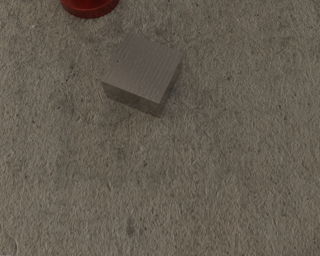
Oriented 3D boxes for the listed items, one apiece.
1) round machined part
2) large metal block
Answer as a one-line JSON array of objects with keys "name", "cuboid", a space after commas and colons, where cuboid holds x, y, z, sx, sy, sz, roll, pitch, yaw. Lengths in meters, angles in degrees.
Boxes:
[{"name": "round machined part", "cuboid": [-0.112, -0.223, 0.480, 0.099, 0.042, 0.098, 0, 70, 0]}, {"name": "large metal block", "cuboid": [-0.022, -0.071, 0.420, 0.080, 0.050, 0.080, 22, 72, 8]}]
